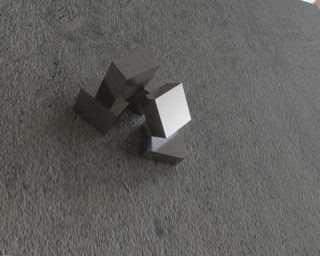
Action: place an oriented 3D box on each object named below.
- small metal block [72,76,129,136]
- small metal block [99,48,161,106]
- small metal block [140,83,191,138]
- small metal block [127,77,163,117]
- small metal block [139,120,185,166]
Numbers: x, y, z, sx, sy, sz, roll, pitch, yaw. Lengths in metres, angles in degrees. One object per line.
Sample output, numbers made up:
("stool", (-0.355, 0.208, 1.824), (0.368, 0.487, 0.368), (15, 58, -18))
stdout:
("small metal block", (-0.072, -0.025, 0.367), (0.050, 0.050, 0.025), (39, 51, -3))
("small metal block", (-0.034, -0.056, 0.342), (0.050, 0.050, 0.025), (-33, 81, -38))
("small metal block", (0.008, -0.022, 0.377), (0.050, 0.025, 0.050), (-36, 119, -39))
("small metal block", (-0.032, -0.048, 0.403), (0.050, 0.050, 0.025), (28, 52, -11))
("small metal block", (0.003, 0.017, 0.398), (0.050, 0.025, 0.050), (15, 56, -20))
